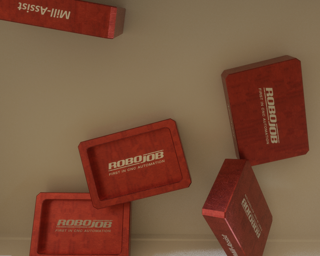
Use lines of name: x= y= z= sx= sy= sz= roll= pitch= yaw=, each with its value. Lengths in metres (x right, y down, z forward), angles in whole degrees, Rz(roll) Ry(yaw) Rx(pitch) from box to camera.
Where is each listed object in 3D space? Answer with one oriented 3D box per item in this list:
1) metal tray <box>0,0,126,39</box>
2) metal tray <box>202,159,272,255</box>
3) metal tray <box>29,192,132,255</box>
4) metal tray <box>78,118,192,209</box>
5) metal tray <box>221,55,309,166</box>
metal tray: x=-0.107 y=-0.124 z=0.329 sx=0.131 sy=0.090 sz=0.030 roll=9 pitch=110 yaw=-4
metal tray: x=0.107 y=0.115 z=0.405 sx=0.030 sy=0.090 sz=0.130 roll=-2 pitch=130 yaw=39
metal tray: x=-0.106 y=0.137 z=0.432 sx=0.131 sy=0.030 sz=0.090 roll=1 pitch=74 yaw=-1
metal tray: x=-0.032 y=0.046 z=0.408 sx=0.131 sy=0.030 sz=0.090 roll=-15 pitch=88 yaw=5
metal tray: x=0.137 y=-0.020 z=0.402 sx=0.090 sy=0.030 sz=0.129 roll=-13 pitch=110 yaw=4
